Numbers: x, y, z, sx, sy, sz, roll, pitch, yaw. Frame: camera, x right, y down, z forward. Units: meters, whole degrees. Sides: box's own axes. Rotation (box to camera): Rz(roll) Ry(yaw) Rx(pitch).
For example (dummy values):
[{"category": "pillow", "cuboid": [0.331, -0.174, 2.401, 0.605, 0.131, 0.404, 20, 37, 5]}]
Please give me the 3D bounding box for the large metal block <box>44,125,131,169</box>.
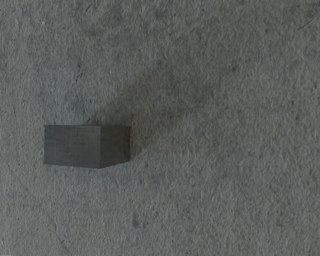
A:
[{"category": "large metal block", "cuboid": [-0.094, 0.022, 0.413, 0.080, 0.080, 0.050, 2, 91, 20]}]
